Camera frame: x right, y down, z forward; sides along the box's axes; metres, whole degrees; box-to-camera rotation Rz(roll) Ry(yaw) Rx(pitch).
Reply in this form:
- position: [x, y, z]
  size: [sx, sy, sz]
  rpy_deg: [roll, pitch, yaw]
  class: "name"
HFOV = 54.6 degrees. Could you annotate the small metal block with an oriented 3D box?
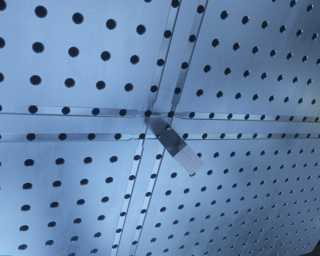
- position: [0.029, 0.031, 0.429]
  size: [0.025, 0.050, 0.050]
  rpy_deg: [-43, 129, 1]
  class: "small metal block"
